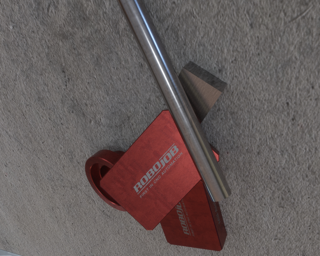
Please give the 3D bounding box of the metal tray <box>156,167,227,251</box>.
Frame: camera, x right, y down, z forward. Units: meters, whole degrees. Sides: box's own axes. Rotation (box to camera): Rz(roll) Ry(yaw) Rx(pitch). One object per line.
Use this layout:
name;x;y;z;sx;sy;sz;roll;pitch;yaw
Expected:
metal tray;0.039;0.118;0.455;0.090;0.030;0.129;-4;117;29

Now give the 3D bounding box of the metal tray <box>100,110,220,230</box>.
metal tray;-0.001;0.051;0.390;0.090;0.030;0.130;43;99;4

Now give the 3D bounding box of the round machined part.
round machined part;-0.062;0.073;0.464;0.098;0.042;0.097;22;131;28

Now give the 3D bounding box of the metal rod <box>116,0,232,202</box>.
metal rod;0.006;-0.056;0.337;0.025;0.025;0.299;-21;98;35

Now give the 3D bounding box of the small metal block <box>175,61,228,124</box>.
small metal block;0.041;-0.041;0.359;0.050;0.025;0.050;34;129;5
